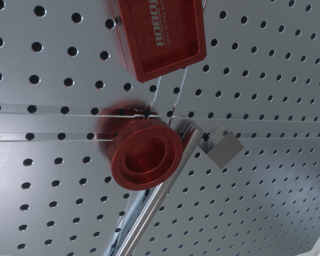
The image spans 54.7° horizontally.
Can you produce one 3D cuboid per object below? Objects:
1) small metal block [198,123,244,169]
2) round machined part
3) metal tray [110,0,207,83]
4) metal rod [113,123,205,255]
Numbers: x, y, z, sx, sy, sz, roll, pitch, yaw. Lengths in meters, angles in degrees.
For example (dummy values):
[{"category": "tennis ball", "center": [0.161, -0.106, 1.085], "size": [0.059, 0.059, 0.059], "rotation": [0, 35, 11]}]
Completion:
[{"category": "small metal block", "center": [0.095, 0.029, 0.482], "size": [0.050, 0.025, 0.050], "rotation": [-44, 130, 2]}, {"category": "round machined part", "center": [-0.023, 0.031, 0.407], "size": [0.099, 0.042, 0.097], "rotation": [-14, 124, -21]}, {"category": "metal tray", "center": [-0.001, -0.123, 0.330], "size": [0.091, 0.030, 0.129], "rotation": [-23, 127, -14]}, {"category": "metal rod", "center": [-0.017, 0.125, 0.479], "size": [0.025, 0.025, 0.298], "rotation": [18, 109, -35]}]
